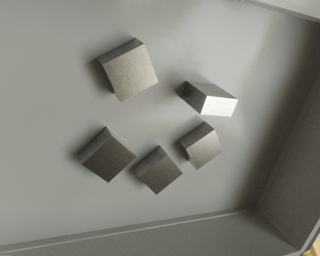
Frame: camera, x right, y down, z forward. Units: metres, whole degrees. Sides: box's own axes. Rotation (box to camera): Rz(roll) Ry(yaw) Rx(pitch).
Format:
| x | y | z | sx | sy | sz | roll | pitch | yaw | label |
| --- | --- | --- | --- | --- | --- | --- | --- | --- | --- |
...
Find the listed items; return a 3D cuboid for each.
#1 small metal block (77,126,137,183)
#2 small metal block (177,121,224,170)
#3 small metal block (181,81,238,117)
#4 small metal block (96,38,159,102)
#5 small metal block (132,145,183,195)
| x | y | z | sx | sy | sz | roll | pitch | yaw | label |
| --- | --- | --- | --- | --- | --- | --- | --- | --- | --- |
| -0.067 | 0.035 | 0.395 | 0.050 | 0.025 | 0.050 | -43 | 130 | 1 | small metal block |
| 0.061 | 0.027 | 0.461 | 0.050 | 0.025 | 0.050 | -34 | 129 | -6 | small metal block |
| 0.064 | -0.038 | 0.406 | 0.050 | 0.050 | 0.025 | 3 | 117 | -30 | small metal block |
| -0.036 | -0.065 | 0.350 | 0.050 | 0.025 | 0.050 | -30 | 129 | -10 | small metal block |
| -0.003 | 0.061 | 0.447 | 0.050 | 0.025 | 0.050 | -39 | 130 | -2 | small metal block |
